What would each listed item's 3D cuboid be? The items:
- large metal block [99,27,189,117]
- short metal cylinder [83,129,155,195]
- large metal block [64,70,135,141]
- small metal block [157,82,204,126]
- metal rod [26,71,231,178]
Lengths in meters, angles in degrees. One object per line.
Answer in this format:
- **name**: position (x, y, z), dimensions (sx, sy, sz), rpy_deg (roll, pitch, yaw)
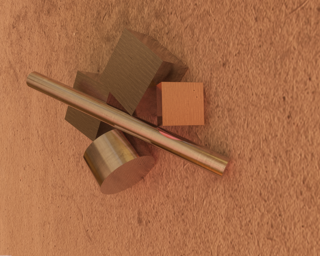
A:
- **large metal block**: position (-0.024, -0.071, 0.406), dimensions (0.080, 0.050, 0.080), rpy_deg (47, 118, 29)
- **short metal cylinder**: position (-0.054, 0.044, 0.415), dimensions (0.080, 0.081, 0.050), rpy_deg (-51, 60, 28)
- **large metal block**: position (-0.091, -0.033, 0.465), dimensions (0.080, 0.050, 0.079), rpy_deg (31, 109, 35)
- **small metal block**: position (0.024, -0.028, 0.368), dimensions (0.025, 0.050, 0.050), rpy_deg (175, 94, -75)
- **metal rod**: position (-0.055, -0.013, 0.398), dimensions (0.301, 0.025, 0.025), rpy_deg (24, 106, 20)
